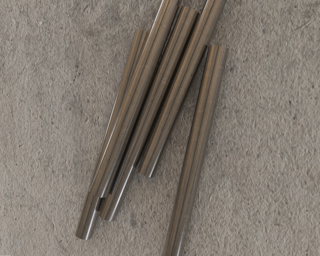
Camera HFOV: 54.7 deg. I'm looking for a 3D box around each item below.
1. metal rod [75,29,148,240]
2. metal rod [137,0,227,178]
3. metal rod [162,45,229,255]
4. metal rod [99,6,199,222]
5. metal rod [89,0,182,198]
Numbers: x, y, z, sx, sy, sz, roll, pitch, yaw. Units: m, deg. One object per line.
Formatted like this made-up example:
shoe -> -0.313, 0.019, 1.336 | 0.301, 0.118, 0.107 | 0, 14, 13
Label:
metal rod -> -0.065, 0.013, 0.430 | 0.025, 0.025, 0.298 | 20, 96, 18
metal rod -> 0.037, -0.077, 0.395 | 0.025, 0.025, 0.298 | 24, 98, 18
metal rod -> 0.042, 0.046, 0.393 | 0.025, 0.025, 0.298 | 14, 94, 19
metal rod -> -0.017, -0.013, 0.414 | 0.025, 0.025, 0.298 | 25, 98, 18
metal rod -> -0.028, -0.052, 0.402 | 0.025, 0.025, 0.298 | 22, 93, 18
